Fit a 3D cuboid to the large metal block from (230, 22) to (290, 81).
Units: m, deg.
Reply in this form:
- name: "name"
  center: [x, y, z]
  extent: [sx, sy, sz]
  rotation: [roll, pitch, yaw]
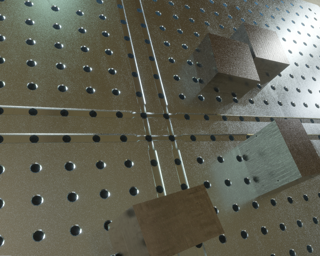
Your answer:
- name: "large metal block"
  center: [0.180, -0.140, 0.573]
  extent: [0.081, 0.050, 0.080]
  rotation: [5, 60, -26]

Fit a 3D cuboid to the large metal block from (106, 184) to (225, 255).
- name: "large metal block"
  center: [0.002, 0.102, 0.312]
  extent: [0.081, 0.080, 0.050]
  rotation: [-9, 67, -32]

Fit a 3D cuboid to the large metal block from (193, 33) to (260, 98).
- name: "large metal block"
  center: [0.107, -0.101, 0.511]
  extent: [0.081, 0.050, 0.080]
  rotation: [7, 59, -25]

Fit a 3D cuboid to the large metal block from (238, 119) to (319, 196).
- name: "large metal block"
  center: [0.167, 0.042, 0.437]
  extent: [0.050, 0.080, 0.080]
  rotation: [-3, 64, -30]
